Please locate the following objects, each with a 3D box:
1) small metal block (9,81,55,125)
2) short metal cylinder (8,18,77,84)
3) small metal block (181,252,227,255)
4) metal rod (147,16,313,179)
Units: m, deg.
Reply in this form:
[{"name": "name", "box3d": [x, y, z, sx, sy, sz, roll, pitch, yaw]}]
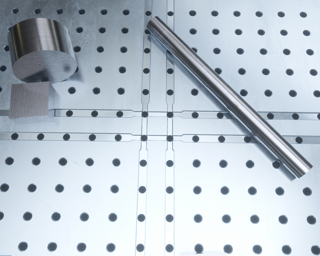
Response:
[{"name": "small metal block", "box3d": [-0.173, -0.034, 0.423, 0.050, 0.025, 0.050, -5, 70, -2]}, {"name": "short metal cylinder", "box3d": [-0.158, -0.101, 0.418, 0.081, 0.080, 0.050, -16, 71, -6]}, {"name": "small metal block", "box3d": [0.050, 0.168, 0.350, 0.050, 0.025, 0.050, -2, 70, -1]}, {"name": "metal rod", "box3d": [0.087, -0.051, 0.430, 0.025, 0.025, 0.300, -39, 75, -13]}]
